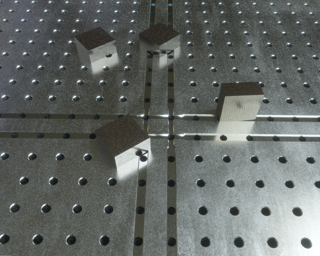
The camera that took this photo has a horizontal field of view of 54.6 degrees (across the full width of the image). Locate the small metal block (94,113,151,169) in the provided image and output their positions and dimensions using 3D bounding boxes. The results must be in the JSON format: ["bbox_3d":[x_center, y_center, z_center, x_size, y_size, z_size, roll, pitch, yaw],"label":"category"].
[{"bbox_3d":[-0.047,0.015,0.395,0.050,0.025,0.050,-29,56,-22],"label":"small metal block"}]

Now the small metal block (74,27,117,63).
[{"bbox_3d":[-0.109,-0.142,0.527,0.050,0.025,0.050,-30,56,-23],"label":"small metal block"}]

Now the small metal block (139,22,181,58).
[{"bbox_3d":[0.000,-0.153,0.536,0.050,0.025,0.050,-37,59,-27],"label":"small metal block"}]

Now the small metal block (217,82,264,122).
[{"bbox_3d":[0.107,-0.035,0.422,0.050,0.050,0.025,-3,50,-2],"label":"small metal block"}]
